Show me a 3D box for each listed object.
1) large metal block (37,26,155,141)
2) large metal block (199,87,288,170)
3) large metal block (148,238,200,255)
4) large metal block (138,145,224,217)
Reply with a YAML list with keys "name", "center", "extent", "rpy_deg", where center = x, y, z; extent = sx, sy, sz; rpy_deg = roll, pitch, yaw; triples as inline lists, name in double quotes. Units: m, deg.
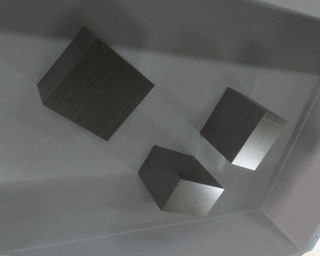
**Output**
- name: "large metal block"
  center: [-0.067, -0.045, 0.327]
  extent: [0.080, 0.050, 0.080]
  rpy_deg: [-49, 129, 6]
- name: "large metal block"
  center: [0.114, 0.000, 0.435]
  extent: [0.050, 0.080, 0.080]
  rpy_deg: [19, 109, -36]
- name: "large metal block"
  center: [0.022, 0.258, 0.567]
  extent: [0.081, 0.050, 0.079]
  rpy_deg: [-8, 122, -25]
- name: "large metal block"
  center: [0.028, 0.074, 0.434]
  extent: [0.080, 0.080, 0.050]
  rpy_deg: [19, 108, -36]
